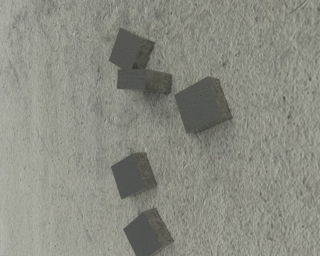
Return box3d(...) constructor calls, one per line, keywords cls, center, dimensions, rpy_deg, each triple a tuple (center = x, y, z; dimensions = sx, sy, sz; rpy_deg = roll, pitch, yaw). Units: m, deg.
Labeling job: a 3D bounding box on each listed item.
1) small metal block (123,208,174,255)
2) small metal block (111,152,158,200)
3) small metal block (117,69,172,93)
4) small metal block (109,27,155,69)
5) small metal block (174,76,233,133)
box3d(cls="small metal block", center=(-0.016, 0.145, 0.419), dimensions=(0.050, 0.025, 0.050), rpy_deg=(-47, 62, 30))
box3d(cls="small metal block", center=(-0.037, 0.067, 0.436), dimensions=(0.050, 0.025, 0.050), rpy_deg=(-33, 70, 35))
box3d(cls="small metal block", center=(-0.020, -0.061, 0.405), dimensions=(0.050, 0.050, 0.025), rpy_deg=(8, 95, 40))
box3d(cls="small metal block", center=(-0.040, -0.108, 0.438), dimensions=(0.050, 0.025, 0.050), rpy_deg=(35, 111, 34))
box3d(cls="small metal block", center=(0.050, -0.026, 0.364), dimensions=(0.050, 0.025, 0.050), rpy_deg=(-26, 74, 37))
